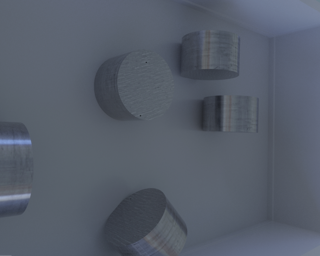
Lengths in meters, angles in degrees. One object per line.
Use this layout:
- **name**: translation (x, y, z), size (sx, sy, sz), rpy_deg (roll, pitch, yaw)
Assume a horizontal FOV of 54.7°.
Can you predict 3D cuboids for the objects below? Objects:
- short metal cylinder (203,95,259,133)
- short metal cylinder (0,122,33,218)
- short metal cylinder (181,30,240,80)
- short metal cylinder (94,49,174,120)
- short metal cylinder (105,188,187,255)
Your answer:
- **short metal cylinder**: translation (0.105, -0.019, 0.461), size (0.081, 0.080, 0.050), rpy_deg (3, 88, -40)
- **short metal cylinder**: translation (-0.143, 0.034, 0.252), size (0.050, 0.080, 0.079), rpy_deg (3, 88, -40)
- **short metal cylinder**: translation (0.070, -0.098, 0.432), size (0.081, 0.080, 0.050), rpy_deg (3, 88, -40)
- **short metal cylinder**: translation (-0.030, -0.049, 0.367), size (0.081, 0.050, 0.079), rpy_deg (0, 90, -40)
- **short metal cylinder**: translation (-0.016, 0.117, 0.360), size (0.080, 0.080, 0.050), rpy_deg (-48, 119, -29)
